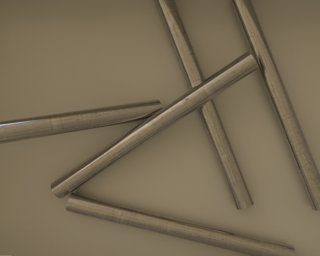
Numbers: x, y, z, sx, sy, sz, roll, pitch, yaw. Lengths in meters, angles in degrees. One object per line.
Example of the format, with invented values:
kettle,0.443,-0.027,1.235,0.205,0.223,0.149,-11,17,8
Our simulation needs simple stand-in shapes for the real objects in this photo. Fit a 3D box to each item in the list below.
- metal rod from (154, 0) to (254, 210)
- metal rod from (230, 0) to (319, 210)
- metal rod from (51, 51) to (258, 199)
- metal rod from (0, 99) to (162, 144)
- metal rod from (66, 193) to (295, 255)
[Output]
metal rod,0.058,-0.036,0.411,0.025,0.025,0.299,-22,90,0
metal rod,0.160,-0.035,0.412,0.025,0.025,0.299,-22,90,0
metal rod,-0.012,0.000,0.394,0.300,0.025,0.025,-34,90,6
metal rod,-0.141,-0.001,0.360,0.302,0.025,0.025,-10,90,-20
metal rod,0.027,0.133,0.411,0.302,0.025,0.025,14,90,0
